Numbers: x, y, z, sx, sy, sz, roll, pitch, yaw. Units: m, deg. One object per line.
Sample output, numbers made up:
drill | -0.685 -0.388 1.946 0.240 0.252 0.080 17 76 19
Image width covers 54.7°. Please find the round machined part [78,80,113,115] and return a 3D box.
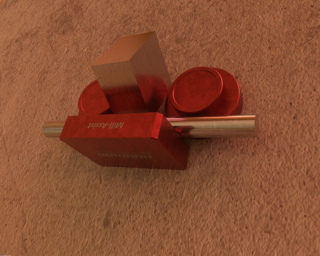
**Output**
round machined part | -0.080 -0.036 0.454 0.098 0.042 0.098 -13 56 20

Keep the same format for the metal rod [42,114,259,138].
metal rod | -0.032 0.000 0.394 0.300 0.025 0.025 -1 61 27

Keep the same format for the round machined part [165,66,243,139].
round machined part | 0.050 -0.038 0.389 0.098 0.042 0.098 -13 56 20

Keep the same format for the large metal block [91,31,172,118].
large metal block | -0.030 -0.064 0.390 0.050 0.080 0.080 -2 37 26

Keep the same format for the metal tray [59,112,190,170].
metal tray | -0.041 0.018 0.372 0.130 0.090 0.030 -1 62 27
